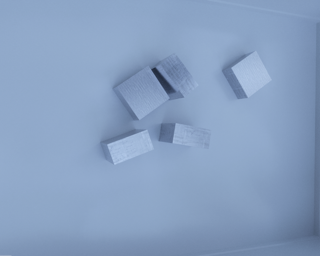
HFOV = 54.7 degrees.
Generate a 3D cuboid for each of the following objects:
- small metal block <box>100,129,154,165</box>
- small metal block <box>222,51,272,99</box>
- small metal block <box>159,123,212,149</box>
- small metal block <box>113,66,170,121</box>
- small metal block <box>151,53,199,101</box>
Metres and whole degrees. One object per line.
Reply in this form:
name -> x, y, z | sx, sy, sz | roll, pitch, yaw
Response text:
small metal block -> -0.042, 0.022, 0.382 | 0.050, 0.050, 0.025 | -21, 97, -19
small metal block -> 0.128, -0.078, 0.457 | 0.050, 0.025, 0.050 | -36, 102, -16
small metal block -> 0.032, 0.010, 0.409 | 0.050, 0.050, 0.025 | 10, 87, -20
small metal block -> -0.024, -0.044, 0.401 | 0.050, 0.025, 0.050 | -37, 102, -16
small metal block -> 0.016, -0.065, 0.403 | 0.025, 0.050, 0.050 | -42, 103, -15
